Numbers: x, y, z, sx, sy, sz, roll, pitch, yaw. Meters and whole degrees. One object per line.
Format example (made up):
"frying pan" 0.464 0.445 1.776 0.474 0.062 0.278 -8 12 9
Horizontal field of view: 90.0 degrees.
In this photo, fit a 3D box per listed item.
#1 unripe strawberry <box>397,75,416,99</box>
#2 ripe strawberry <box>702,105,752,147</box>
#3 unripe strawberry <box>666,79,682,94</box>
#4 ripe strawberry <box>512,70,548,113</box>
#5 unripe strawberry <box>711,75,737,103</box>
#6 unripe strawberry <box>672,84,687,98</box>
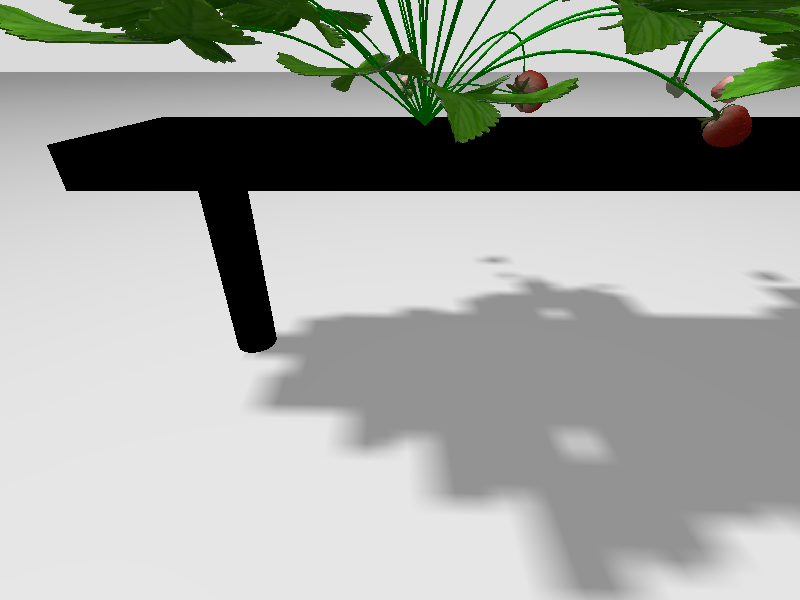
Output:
"unripe strawberry" 0.008 -0.275 0.519 0.025 0.028 0.027 -2 30 -3
"ripe strawberry" 0.190 -0.099 0.231 0.020 0.022 0.022 -41 -4 -48
"unripe strawberry" 0.202 -0.158 0.297 0.010 0.010 0.011 -2 31 -3
"ripe strawberry" 0.133 -0.209 0.403 0.039 0.038 0.036 -25 39 -36
"unripe strawberry" 0.385 -0.247 0.471 0.033 0.029 0.030 -14 23 -21
"unripe strawberry" 0.235 -0.176 0.338 0.011 0.011 0.010 4 31 6
